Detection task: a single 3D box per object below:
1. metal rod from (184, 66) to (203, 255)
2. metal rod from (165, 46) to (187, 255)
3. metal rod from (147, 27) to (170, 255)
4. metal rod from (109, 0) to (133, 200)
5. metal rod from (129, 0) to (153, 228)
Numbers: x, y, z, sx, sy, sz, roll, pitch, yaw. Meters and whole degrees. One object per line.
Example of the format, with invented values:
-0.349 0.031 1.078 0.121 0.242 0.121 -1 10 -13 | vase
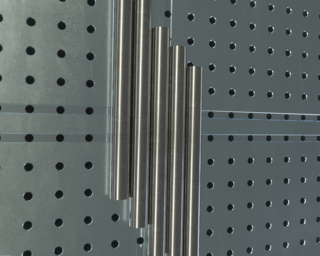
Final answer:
0.045 0.066 0.430 0.025 0.025 0.298 1 90 -20 | metal rod
0.021 0.040 0.421 0.025 0.025 0.298 1 90 -20 | metal rod
-0.002 0.018 0.412 0.025 0.025 0.298 1 90 -20 | metal rod
-0.049 -0.060 0.395 0.025 0.025 0.298 1 90 -20 | metal rod
-0.025 -0.023 0.403 0.025 0.025 0.298 1 90 -20 | metal rod
